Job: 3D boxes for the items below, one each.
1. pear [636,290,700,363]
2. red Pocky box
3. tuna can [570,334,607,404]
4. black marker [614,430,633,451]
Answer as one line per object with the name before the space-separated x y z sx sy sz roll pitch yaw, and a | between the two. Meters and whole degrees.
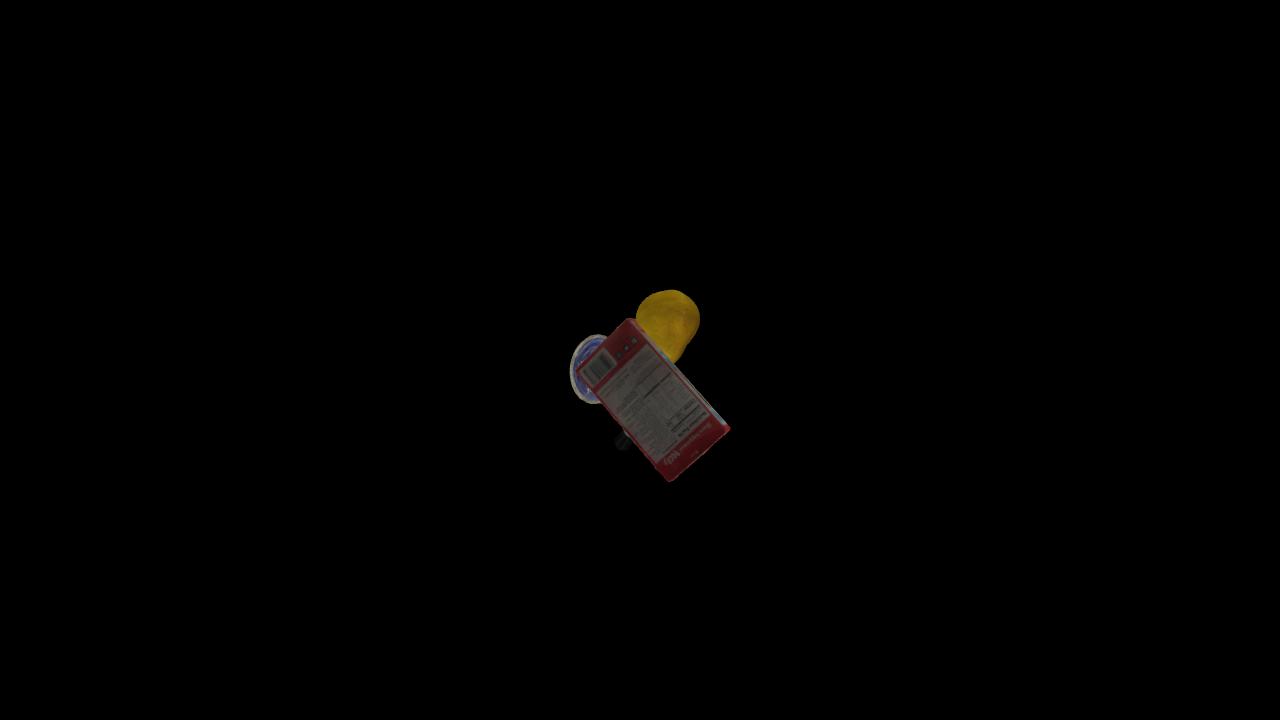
pear | 0.037 -0.031 0.753 0.080 0.111 0.080 -5 -34 -3
red Pocky box | 0.011 0.040 0.632 0.083 0.155 0.028 -43 -13 12
tuna can | -0.044 0.013 0.748 0.084 0.084 0.034 0 -6 38
black marker | 0.004 0.060 0.664 0.020 0.020 0.121 0 -40 -37
